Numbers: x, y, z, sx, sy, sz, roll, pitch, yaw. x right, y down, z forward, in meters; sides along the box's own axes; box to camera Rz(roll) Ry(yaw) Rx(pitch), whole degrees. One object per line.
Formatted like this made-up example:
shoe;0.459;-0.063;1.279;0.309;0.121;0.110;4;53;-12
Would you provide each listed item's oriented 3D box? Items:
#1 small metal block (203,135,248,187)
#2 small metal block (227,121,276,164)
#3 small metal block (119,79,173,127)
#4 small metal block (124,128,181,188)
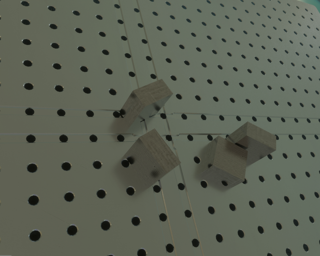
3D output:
small metal block;0.092;0.046;0.431;0.050;0.025;0.050;28;52;-11
small metal block;0.132;0.022;0.452;0.050;0.050;0.025;26;53;-13
small metal block;-0.018;-0.033;0.404;0.050;0.050;0.025;-29;78;-38
small metal block;-0.010;0.037;0.366;0.025;0.050;0.050;-31;79;-38
